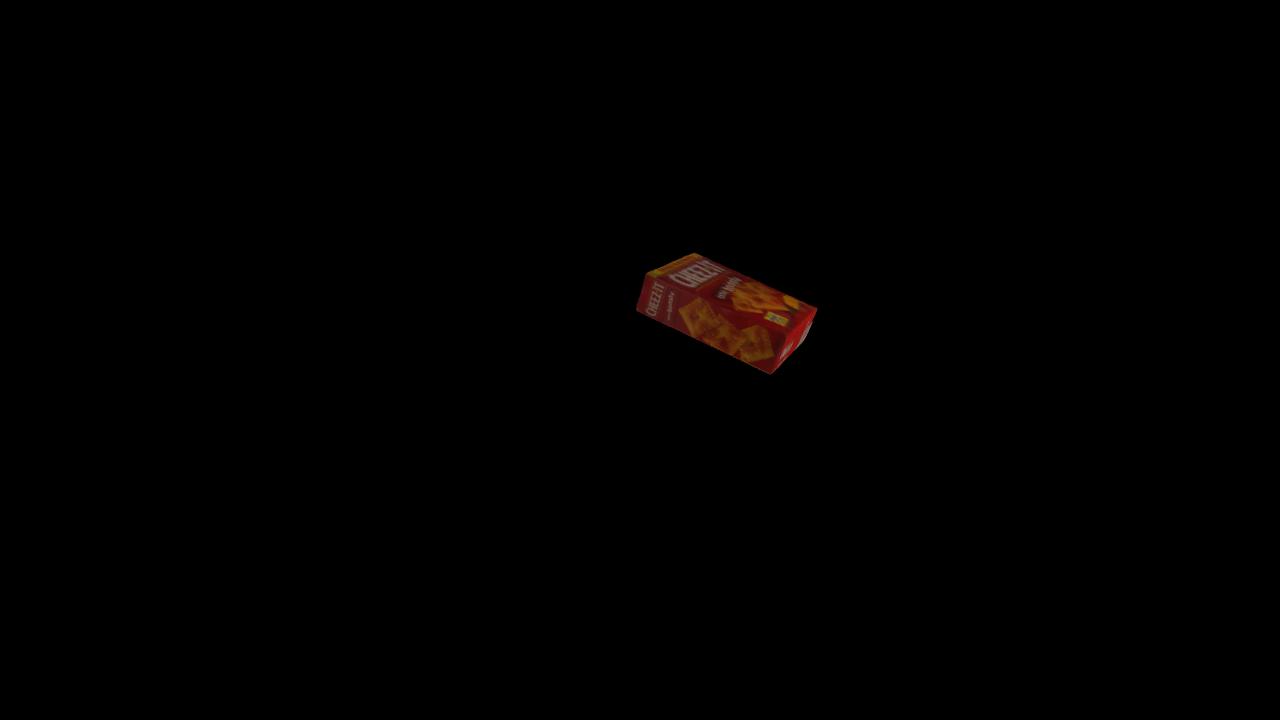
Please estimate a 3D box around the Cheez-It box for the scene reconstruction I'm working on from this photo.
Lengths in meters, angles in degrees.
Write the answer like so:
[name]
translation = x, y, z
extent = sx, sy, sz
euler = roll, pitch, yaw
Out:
[Cheez-It box]
translation = 0.131, -0.076, 0.911
extent = 0.223, 0.071, 0.166
euler = 27, 29, 20
